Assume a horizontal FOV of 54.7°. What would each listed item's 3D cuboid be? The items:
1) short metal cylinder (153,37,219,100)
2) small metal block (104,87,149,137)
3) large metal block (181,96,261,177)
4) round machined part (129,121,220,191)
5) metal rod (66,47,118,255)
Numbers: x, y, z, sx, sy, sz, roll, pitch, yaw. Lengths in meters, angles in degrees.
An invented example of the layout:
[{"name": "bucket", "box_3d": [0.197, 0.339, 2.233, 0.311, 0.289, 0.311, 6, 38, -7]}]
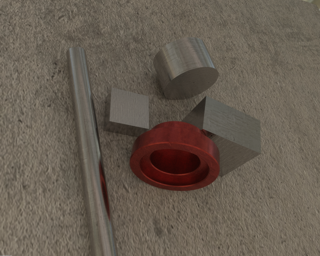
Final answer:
[{"name": "short metal cylinder", "box_3d": [0.036, -0.082, 0.440, 0.081, 0.080, 0.050, -6, 65, -31]}, {"name": "small metal block", "box_3d": [-0.042, -0.019, 0.394, 0.050, 0.025, 0.050, 12, 57, -22]}, {"name": "large metal block", "box_3d": [0.071, 0.014, 0.400, 0.080, 0.080, 0.050, 22, 53, -15]}, {"name": "round machined part", "box_3d": [0.018, 0.029, 0.351, 0.099, 0.097, 0.042, 22, 49, -16]}, {"name": "metal rod", "box_3d": [-0.076, 0.034, 0.342, 0.025, 0.025, 0.299, 0, 62, -29]}]
